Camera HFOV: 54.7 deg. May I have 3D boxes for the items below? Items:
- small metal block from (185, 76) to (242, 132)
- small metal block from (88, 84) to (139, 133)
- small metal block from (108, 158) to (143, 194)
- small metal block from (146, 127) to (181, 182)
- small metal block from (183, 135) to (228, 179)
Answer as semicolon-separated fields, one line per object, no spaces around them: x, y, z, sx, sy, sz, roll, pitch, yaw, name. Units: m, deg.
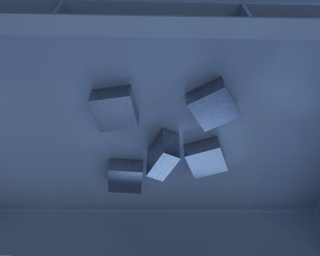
0.066;-0.029;0.386;0.050;0.025;0.050;-25;126;19;small metal block
-0.056;-0.024;0.388;0.050;0.025;0.050;-7;130;5;small metal block
-0.052;0.073;0.471;0.050;0.025;0.050;4;130;-4;small metal block
0.004;0.036;0.423;0.025;0.050;0.050;21;127;-17;small metal block
0.066;0.043;0.447;0.050;0.025;0.050;-16;129;13;small metal block
